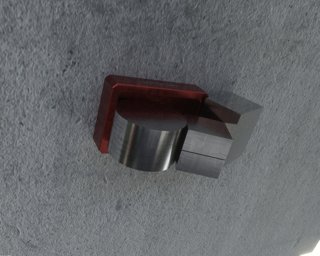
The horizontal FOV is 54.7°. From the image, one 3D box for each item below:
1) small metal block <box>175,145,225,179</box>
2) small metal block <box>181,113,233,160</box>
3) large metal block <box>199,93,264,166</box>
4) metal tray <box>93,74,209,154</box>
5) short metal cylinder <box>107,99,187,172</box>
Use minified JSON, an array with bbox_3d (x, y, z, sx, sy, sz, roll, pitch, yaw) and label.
[{"bbox_3d":[0.045,0.031,0.368,0.050,0.050,0.025,13,113,-6],"label":"small metal block"},{"bbox_3d":[0.051,0.009,0.358,0.050,0.050,0.025,13,113,-6],"label":"small metal block"},{"bbox_3d":[0.090,0.001,0.423,0.081,0.050,0.079,-16,130,-52],"label":"large metal block"},{"bbox_3d":[-0.011,-0.014,0.391,0.131,0.030,0.089,2,118,-30],"label":"metal tray"},{"bbox_3d":[-0.015,0.006,0.351,0.081,0.080,0.050,1,118,-29],"label":"short metal cylinder"}]
